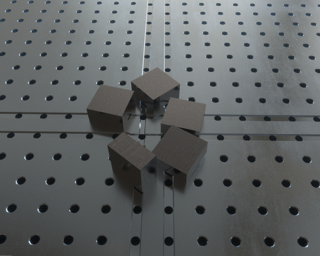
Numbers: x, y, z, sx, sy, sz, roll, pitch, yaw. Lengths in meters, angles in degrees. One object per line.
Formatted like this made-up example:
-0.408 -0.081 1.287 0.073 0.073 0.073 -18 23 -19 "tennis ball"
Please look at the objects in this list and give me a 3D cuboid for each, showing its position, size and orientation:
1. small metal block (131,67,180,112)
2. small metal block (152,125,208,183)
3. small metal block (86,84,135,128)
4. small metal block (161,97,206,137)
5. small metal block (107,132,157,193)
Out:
-0.007 -0.057 0.456 0.050 0.025 0.050 -33 58 -25 "small metal block"
0.023 0.031 0.378 0.050 0.025 0.050 27 62 20 "small metal block"
-0.067 -0.031 0.433 0.050 0.025 0.050 12 51 9 "small metal block"
0.032 -0.011 0.417 0.050 0.025 0.050 12 51 9 "small metal block"
-0.031 0.040 0.357 0.050 0.050 0.025 33 58 24 "small metal block"
